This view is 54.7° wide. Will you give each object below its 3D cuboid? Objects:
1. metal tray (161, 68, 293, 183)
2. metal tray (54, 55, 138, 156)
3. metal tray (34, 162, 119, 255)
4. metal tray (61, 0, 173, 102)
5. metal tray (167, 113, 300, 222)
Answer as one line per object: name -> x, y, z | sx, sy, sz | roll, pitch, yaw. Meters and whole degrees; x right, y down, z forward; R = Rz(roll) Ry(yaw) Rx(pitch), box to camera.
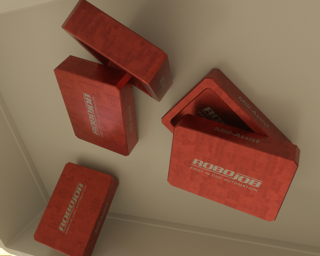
metal tray -> 0.077, 0.006, 0.367 | 0.130, 0.030, 0.090 | 45, 129, -4
metal tray -> -0.079, -0.025, 0.408 | 0.090, 0.030, 0.129 | 19, 141, 17
metal tray -> -0.131, 0.129, 0.494 | 0.090, 0.130, 0.030 | 14, 162, 20
metal tray -> -0.034, -0.071, 0.319 | 0.090, 0.130, 0.030 | 34, 91, 5
metal tray -> 0.077, 0.044, 0.352 | 0.130, 0.030, 0.089 | 18, 125, 17
